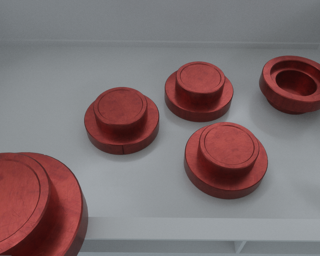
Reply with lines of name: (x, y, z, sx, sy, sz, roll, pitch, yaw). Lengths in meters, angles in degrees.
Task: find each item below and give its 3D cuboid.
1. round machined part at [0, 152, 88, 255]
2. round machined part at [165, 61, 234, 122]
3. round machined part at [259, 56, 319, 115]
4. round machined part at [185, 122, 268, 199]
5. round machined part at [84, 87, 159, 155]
round machined part: (-0.098, 0.054, 0.194, 0.099, 0.042, 0.098, 0, 50, 0)
round machined part: (0.056, -0.058, 0.444, 0.099, 0.042, 0.098, 0, 50, 0)
round machined part: (0.192, -0.057, 0.445, 0.099, 0.042, 0.098, 0, 50, 0)
round machined part: (0.079, 0.031, 0.369, 0.099, 0.042, 0.098, 0, 50, 0)
round machined part: (-0.050, -0.016, 0.407, 0.099, 0.042, 0.098, 0, 50, 0)
